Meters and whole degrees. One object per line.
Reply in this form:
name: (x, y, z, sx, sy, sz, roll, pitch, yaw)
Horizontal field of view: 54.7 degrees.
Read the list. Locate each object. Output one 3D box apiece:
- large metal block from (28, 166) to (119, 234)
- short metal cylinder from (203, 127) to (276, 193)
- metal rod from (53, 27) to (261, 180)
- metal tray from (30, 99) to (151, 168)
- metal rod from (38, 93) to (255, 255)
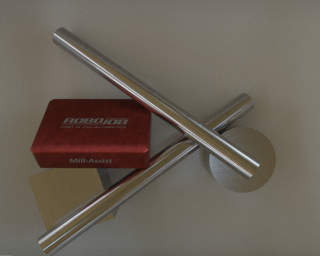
large metal block: (-0.106, 0.083, 0.393, 0.080, 0.050, 0.080, -19, 90, -1)
short metal cylinder: (0.099, 0.038, 0.398, 0.081, 0.050, 0.079, 0, 90, -1)
metal rod: (-0.013, -0.037, 0.380, 0.300, 0.025, 0.025, 36, 90, 12)
metal tray: (-0.077, 0.005, 0.379, 0.131, 0.030, 0.090, 0, 46, 1)
metal rod: (-0.005, 0.047, 0.373, 0.301, 0.025, 0.025, -34, 90, -14)
